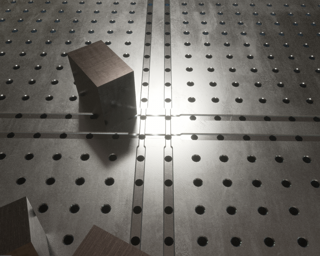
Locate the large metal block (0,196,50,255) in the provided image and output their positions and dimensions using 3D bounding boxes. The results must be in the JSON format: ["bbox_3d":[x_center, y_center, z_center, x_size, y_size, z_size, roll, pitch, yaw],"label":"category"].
[{"bbox_3d":[-0.146,0.115,0.271,0.081,0.050,0.080,-23,23,-19],"label":"large metal block"}]

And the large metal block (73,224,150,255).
[{"bbox_3d":[-0.044,0.146,0.268,0.080,0.050,0.080,22,53,17],"label":"large metal block"}]

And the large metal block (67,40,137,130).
[{"bbox_3d":[-0.076,-0.058,0.420,0.050,0.080,0.080,-30,56,-23],"label":"large metal block"}]
